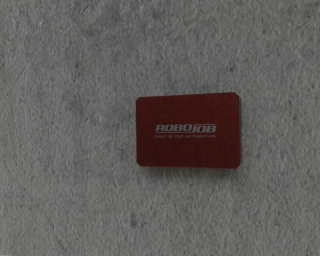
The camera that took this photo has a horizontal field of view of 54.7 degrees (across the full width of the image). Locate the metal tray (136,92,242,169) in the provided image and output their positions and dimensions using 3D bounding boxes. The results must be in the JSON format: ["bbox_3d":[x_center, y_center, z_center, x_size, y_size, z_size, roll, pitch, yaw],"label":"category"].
[{"bbox_3d":[0.035,0.004,0.393,0.130,0.030,0.089,-1,90,19],"label":"metal tray"}]
